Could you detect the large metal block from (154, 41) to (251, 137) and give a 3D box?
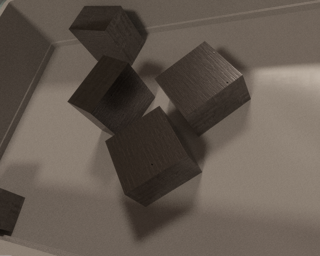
[{"bbox_3d":[0.053,-0.050,0.392,0.080,0.050,0.080,-37,51,3],"label":"large metal block"}]

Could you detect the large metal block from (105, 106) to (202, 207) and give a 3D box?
[{"bbox_3d":[-0.009,0.034,0.372,0.080,0.050,0.080,-33,52,6],"label":"large metal block"}]

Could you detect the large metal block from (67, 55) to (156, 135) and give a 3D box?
[{"bbox_3d":[-0.063,-0.039,0.426,0.050,0.080,0.080,25,75,36],"label":"large metal block"}]

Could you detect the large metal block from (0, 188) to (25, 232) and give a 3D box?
[{"bbox_3d":[-0.257,0.109,0.436,0.080,0.080,0.050,-4,60,26],"label":"large metal block"}]

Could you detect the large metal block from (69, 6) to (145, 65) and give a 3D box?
[{"bbox_3d":[-0.084,-0.150,0.505,0.080,0.080,0.050,15,70,34],"label":"large metal block"}]
